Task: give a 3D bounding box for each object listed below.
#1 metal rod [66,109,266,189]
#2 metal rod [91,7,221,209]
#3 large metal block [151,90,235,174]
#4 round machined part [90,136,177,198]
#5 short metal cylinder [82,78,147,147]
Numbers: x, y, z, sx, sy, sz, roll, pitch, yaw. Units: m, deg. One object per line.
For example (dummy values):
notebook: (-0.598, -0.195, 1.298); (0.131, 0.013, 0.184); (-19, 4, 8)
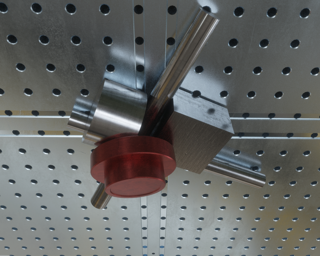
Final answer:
metal rod: (0.020, 0.035, 0.441); (0.302, 0.025, 0.025); (19, 127, -16)
metal rod: (-0.019, -0.004, 0.383); (0.025, 0.025, 0.298); (22, 119, -18)
large metal block: (0.034, 0.005, 0.396); (0.080, 0.050, 0.079); (20, 127, -17)
round machined part: (-0.030, 0.050, 0.357); (0.099, 0.042, 0.098); (-6, 151, -3)
short metal cylinder: (-0.054, -0.013, 0.363); (0.050, 0.080, 0.079); (20, 127, -16)
